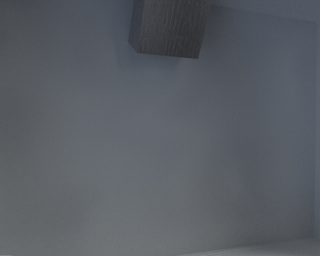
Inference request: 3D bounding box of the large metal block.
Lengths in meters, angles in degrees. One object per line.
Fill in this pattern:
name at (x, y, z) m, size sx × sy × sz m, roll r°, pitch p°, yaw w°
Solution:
large metal block at (0.010, -0.135, 0.384) m, size 0.081 × 0.050 × 0.079 m, roll 1°, pitch 118°, yaw -20°
